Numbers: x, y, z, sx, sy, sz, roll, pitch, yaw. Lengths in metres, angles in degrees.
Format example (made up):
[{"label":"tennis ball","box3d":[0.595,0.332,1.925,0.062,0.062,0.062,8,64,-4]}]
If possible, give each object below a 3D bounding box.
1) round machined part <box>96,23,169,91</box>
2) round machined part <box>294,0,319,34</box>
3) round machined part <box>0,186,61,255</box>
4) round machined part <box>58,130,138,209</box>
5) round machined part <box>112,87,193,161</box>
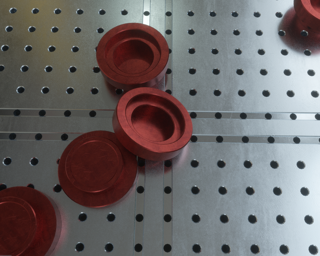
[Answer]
[{"label":"round machined part","box3d":[-0.037,-0.096,0.437,0.099,0.042,0.098,0,70,-1]},{"label":"round machined part","box3d":[0.253,-0.185,0.473,0.099,0.042,0.098,0,70,-1]},{"label":"round machined part","box3d":[-0.170,0.116,0.358,0.099,0.042,0.098,0,70,-1]},{"label":"round machined part","box3d":[-0.077,0.048,0.384,0.099,0.042,0.098,0,70,-1]},{"label":"round machined part","box3d":[-0.012,-0.001,0.390,0.099,0.042,0.098,13,51,-16]}]
